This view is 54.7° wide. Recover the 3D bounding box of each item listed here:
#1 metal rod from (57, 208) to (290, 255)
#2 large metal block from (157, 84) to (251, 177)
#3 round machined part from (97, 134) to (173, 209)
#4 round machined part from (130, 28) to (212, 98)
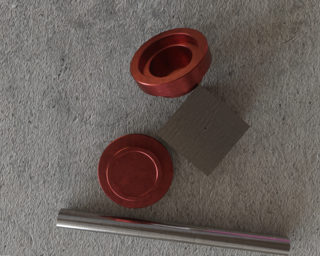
[{"bbox_3d":[0.018,0.137,0.410,0.302,0.025,0.025,7,90,-1],"label":"metal rod"},{"bbox_3d":[0.053,0.003,0.398,0.080,0.050,0.080,40,90,-1],"label":"large metal block"},{"bbox_3d":[-0.032,0.056,0.401,0.099,0.042,0.097,0,90,-1],"label":"round machined part"},{"bbox_3d":[0.016,-0.076,0.385,0.098,0.042,0.098,-13,50,17],"label":"round machined part"}]
